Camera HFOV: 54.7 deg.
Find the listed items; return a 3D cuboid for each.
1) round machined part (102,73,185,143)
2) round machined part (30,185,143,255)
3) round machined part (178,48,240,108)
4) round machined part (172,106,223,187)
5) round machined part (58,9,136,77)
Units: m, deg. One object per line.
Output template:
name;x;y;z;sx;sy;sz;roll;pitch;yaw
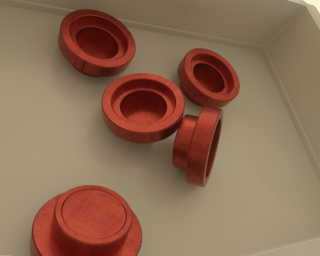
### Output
round machined part;-0.020;-0.020;0.383;0.099;0.042;0.098;2;51;-3
round machined part;-0.063;0.090;0.281;0.099;0.042;0.098;15;29;-9
round machined part;0.070;-0.072;0.479;0.099;0.042;0.098;14;56;-21
round machined part;0.046;0.020;0.382;0.042;0.097;0.098;13;50;16
round machined part;-0.086;-0.107;0.415;0.099;0.042;0.098;14;56;-21
